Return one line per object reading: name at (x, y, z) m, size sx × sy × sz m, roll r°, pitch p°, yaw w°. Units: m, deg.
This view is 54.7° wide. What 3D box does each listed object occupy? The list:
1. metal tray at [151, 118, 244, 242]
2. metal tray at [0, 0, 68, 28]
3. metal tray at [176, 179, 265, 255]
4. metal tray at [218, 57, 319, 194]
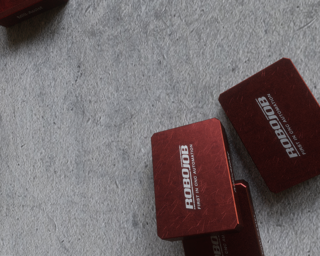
metal tray at (0.040, 0.060, 0.366) m, size 0.090 × 0.030 × 0.130 m, roll -15°, pitch 61°, yaw 19°
metal tray at (-0.210, -0.221, 0.480) m, size 0.130 × 0.030 × 0.090 m, roll -14°, pitch 86°, yaw 19°
metal tray at (0.075, 0.135, 0.380) m, size 0.090 × 0.030 × 0.129 m, roll -13°, pitch 86°, yaw 19°
metal tray at (0.138, -0.003, 0.357) m, size 0.090 × 0.030 × 0.130 m, roll -31°, pitch 80°, yaw 17°
